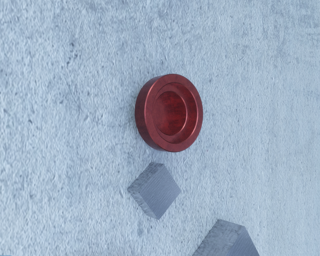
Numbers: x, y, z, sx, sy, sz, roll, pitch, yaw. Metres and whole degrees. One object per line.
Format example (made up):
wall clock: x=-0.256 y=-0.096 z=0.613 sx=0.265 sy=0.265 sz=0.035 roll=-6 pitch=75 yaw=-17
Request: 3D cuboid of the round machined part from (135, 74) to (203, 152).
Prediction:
round machined part: x=0.007 y=-0.018 z=0.399 sx=0.099 sy=0.042 sz=0.097 roll=0 pitch=90 yaw=-40

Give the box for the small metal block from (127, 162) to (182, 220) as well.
small metal block: x=-0.006 y=0.080 z=0.399 sx=0.050 sy=0.025 sz=0.050 roll=-46 pitch=118 yaw=-30

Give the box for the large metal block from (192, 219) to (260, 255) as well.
large metal block: x=0.104 y=0.202 z=0.476 sx=0.080 sy=0.050 sz=0.080 roll=-43 pitch=116 yaw=-31
